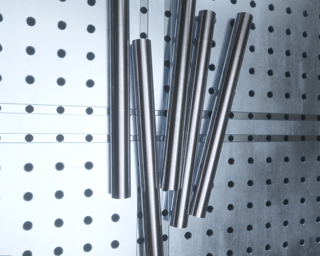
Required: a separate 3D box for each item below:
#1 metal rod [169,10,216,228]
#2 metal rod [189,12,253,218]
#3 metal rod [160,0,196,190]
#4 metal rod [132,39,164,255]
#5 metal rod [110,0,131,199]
[{"bbox_3d":[0.046,-0.014,0.430,0.025,0.025,0.298,9,87,-20],"label":"metal rod"},{"bbox_3d":[0.088,-0.022,0.446,0.025,0.025,0.299,17,84,-20],"label":"metal rod"},{"bbox_3d":[0.027,-0.068,0.418,0.025,0.025,0.298,7,86,-20],"label":"metal rod"},{"bbox_3d":[-0.015,0.035,0.407,0.025,0.025,0.298,-4,91,-20],"label":"metal rod"},{"bbox_3d":[-0.051,-0.061,0.394,0.025,0.025,0.298,-1,90,-20],"label":"metal rod"}]
